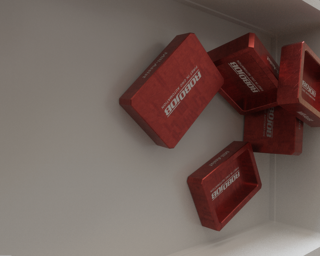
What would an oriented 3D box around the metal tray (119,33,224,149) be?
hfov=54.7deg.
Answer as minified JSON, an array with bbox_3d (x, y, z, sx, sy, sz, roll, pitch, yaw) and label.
[{"bbox_3d":[0.020,-0.049,0.408,0.130,0.030,0.090,-51,121,-18],"label":"metal tray"}]

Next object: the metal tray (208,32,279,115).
[{"bbox_3d":[0.132,-0.075,0.470,0.130,0.090,0.030,37,51,-34],"label":"metal tray"}]

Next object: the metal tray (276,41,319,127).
[{"bbox_3d":[0.222,-0.060,0.466,0.131,0.030,0.090,20,74,-41],"label":"metal tray"}]

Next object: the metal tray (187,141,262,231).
[{"bbox_3d":[0.107,0.088,0.492,0.131,0.030,0.090,-31,109,-36],"label":"metal tray"}]

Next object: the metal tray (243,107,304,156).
[{"bbox_3d":[0.191,-0.022,0.522,0.030,0.090,0.129,8,85,-44],"label":"metal tray"}]
